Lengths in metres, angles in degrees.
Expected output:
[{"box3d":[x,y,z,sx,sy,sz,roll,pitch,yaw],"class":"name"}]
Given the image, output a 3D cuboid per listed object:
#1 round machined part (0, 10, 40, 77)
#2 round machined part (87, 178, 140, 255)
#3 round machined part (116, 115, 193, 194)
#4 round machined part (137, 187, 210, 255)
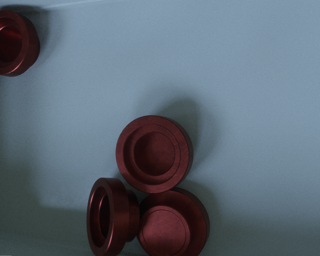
[{"box3d":[-0.229,-0.128,0.482,0.098,0.042,0.097,0,90,20],"class":"round machined part"},{"box3d":[-0.060,0.115,0.405,0.098,0.042,0.098,-21,65,57],"class":"round machined part"},{"box3d":[-0.004,0.033,0.403,0.098,0.042,0.097,0,90,20],"class":"round machined part"},{"box3d":[0.012,0.128,0.397,0.098,0.042,0.097,0,90,20],"class":"round machined part"}]
